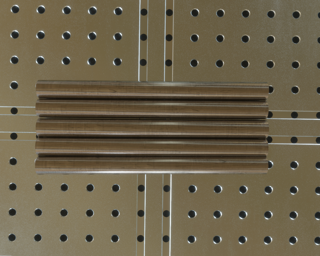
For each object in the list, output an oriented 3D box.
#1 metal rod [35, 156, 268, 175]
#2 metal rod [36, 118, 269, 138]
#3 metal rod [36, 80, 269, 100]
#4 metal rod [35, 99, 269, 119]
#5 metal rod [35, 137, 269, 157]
[{"bbox_3d":[-0.010,0.050,0.413,0.302,0.025,0.025,0,90,-1],"label":"metal rod"},{"bbox_3d":[-0.009,0.001,0.413,0.302,0.025,0.025,0,90,-1],"label":"metal rod"},{"bbox_3d":[-0.009,-0.050,0.413,0.302,0.025,0.025,0,90,-1],"label":"metal rod"},{"bbox_3d":[-0.010,-0.025,0.413,0.302,0.025,0.025,0,90,-1],"label":"metal rod"},{"bbox_3d":[-0.010,0.026,0.413,0.302,0.025,0.025,0,90,-1],"label":"metal rod"}]
